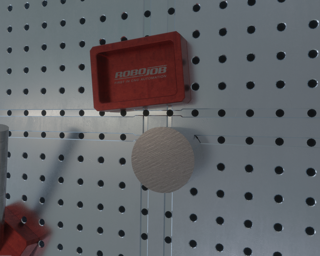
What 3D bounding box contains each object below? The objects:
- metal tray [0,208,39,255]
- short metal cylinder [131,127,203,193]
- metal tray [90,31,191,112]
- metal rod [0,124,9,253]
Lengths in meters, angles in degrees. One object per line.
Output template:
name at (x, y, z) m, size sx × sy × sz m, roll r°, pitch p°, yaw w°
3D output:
metal tray at (-0.266, 0.204, 0.490) m, size 0.090 × 0.030 × 0.130 m, roll 35°, pitch 89°, yaw 16°
short metal cylinder at (0.011, 0.038, 0.395) m, size 0.080 × 0.050 × 0.079 m, roll 0°, pitch 90°, yaw 20°
metal tray at (-0.028, -0.072, 0.419) m, size 0.130 × 0.030 × 0.089 m, roll -5°, pitch 88°, yaw 19°
metal rod at (-0.244, 0.136, 0.459) m, size 0.025 × 0.025 × 0.298 m, roll 20°, pitch 111°, yaw 19°
